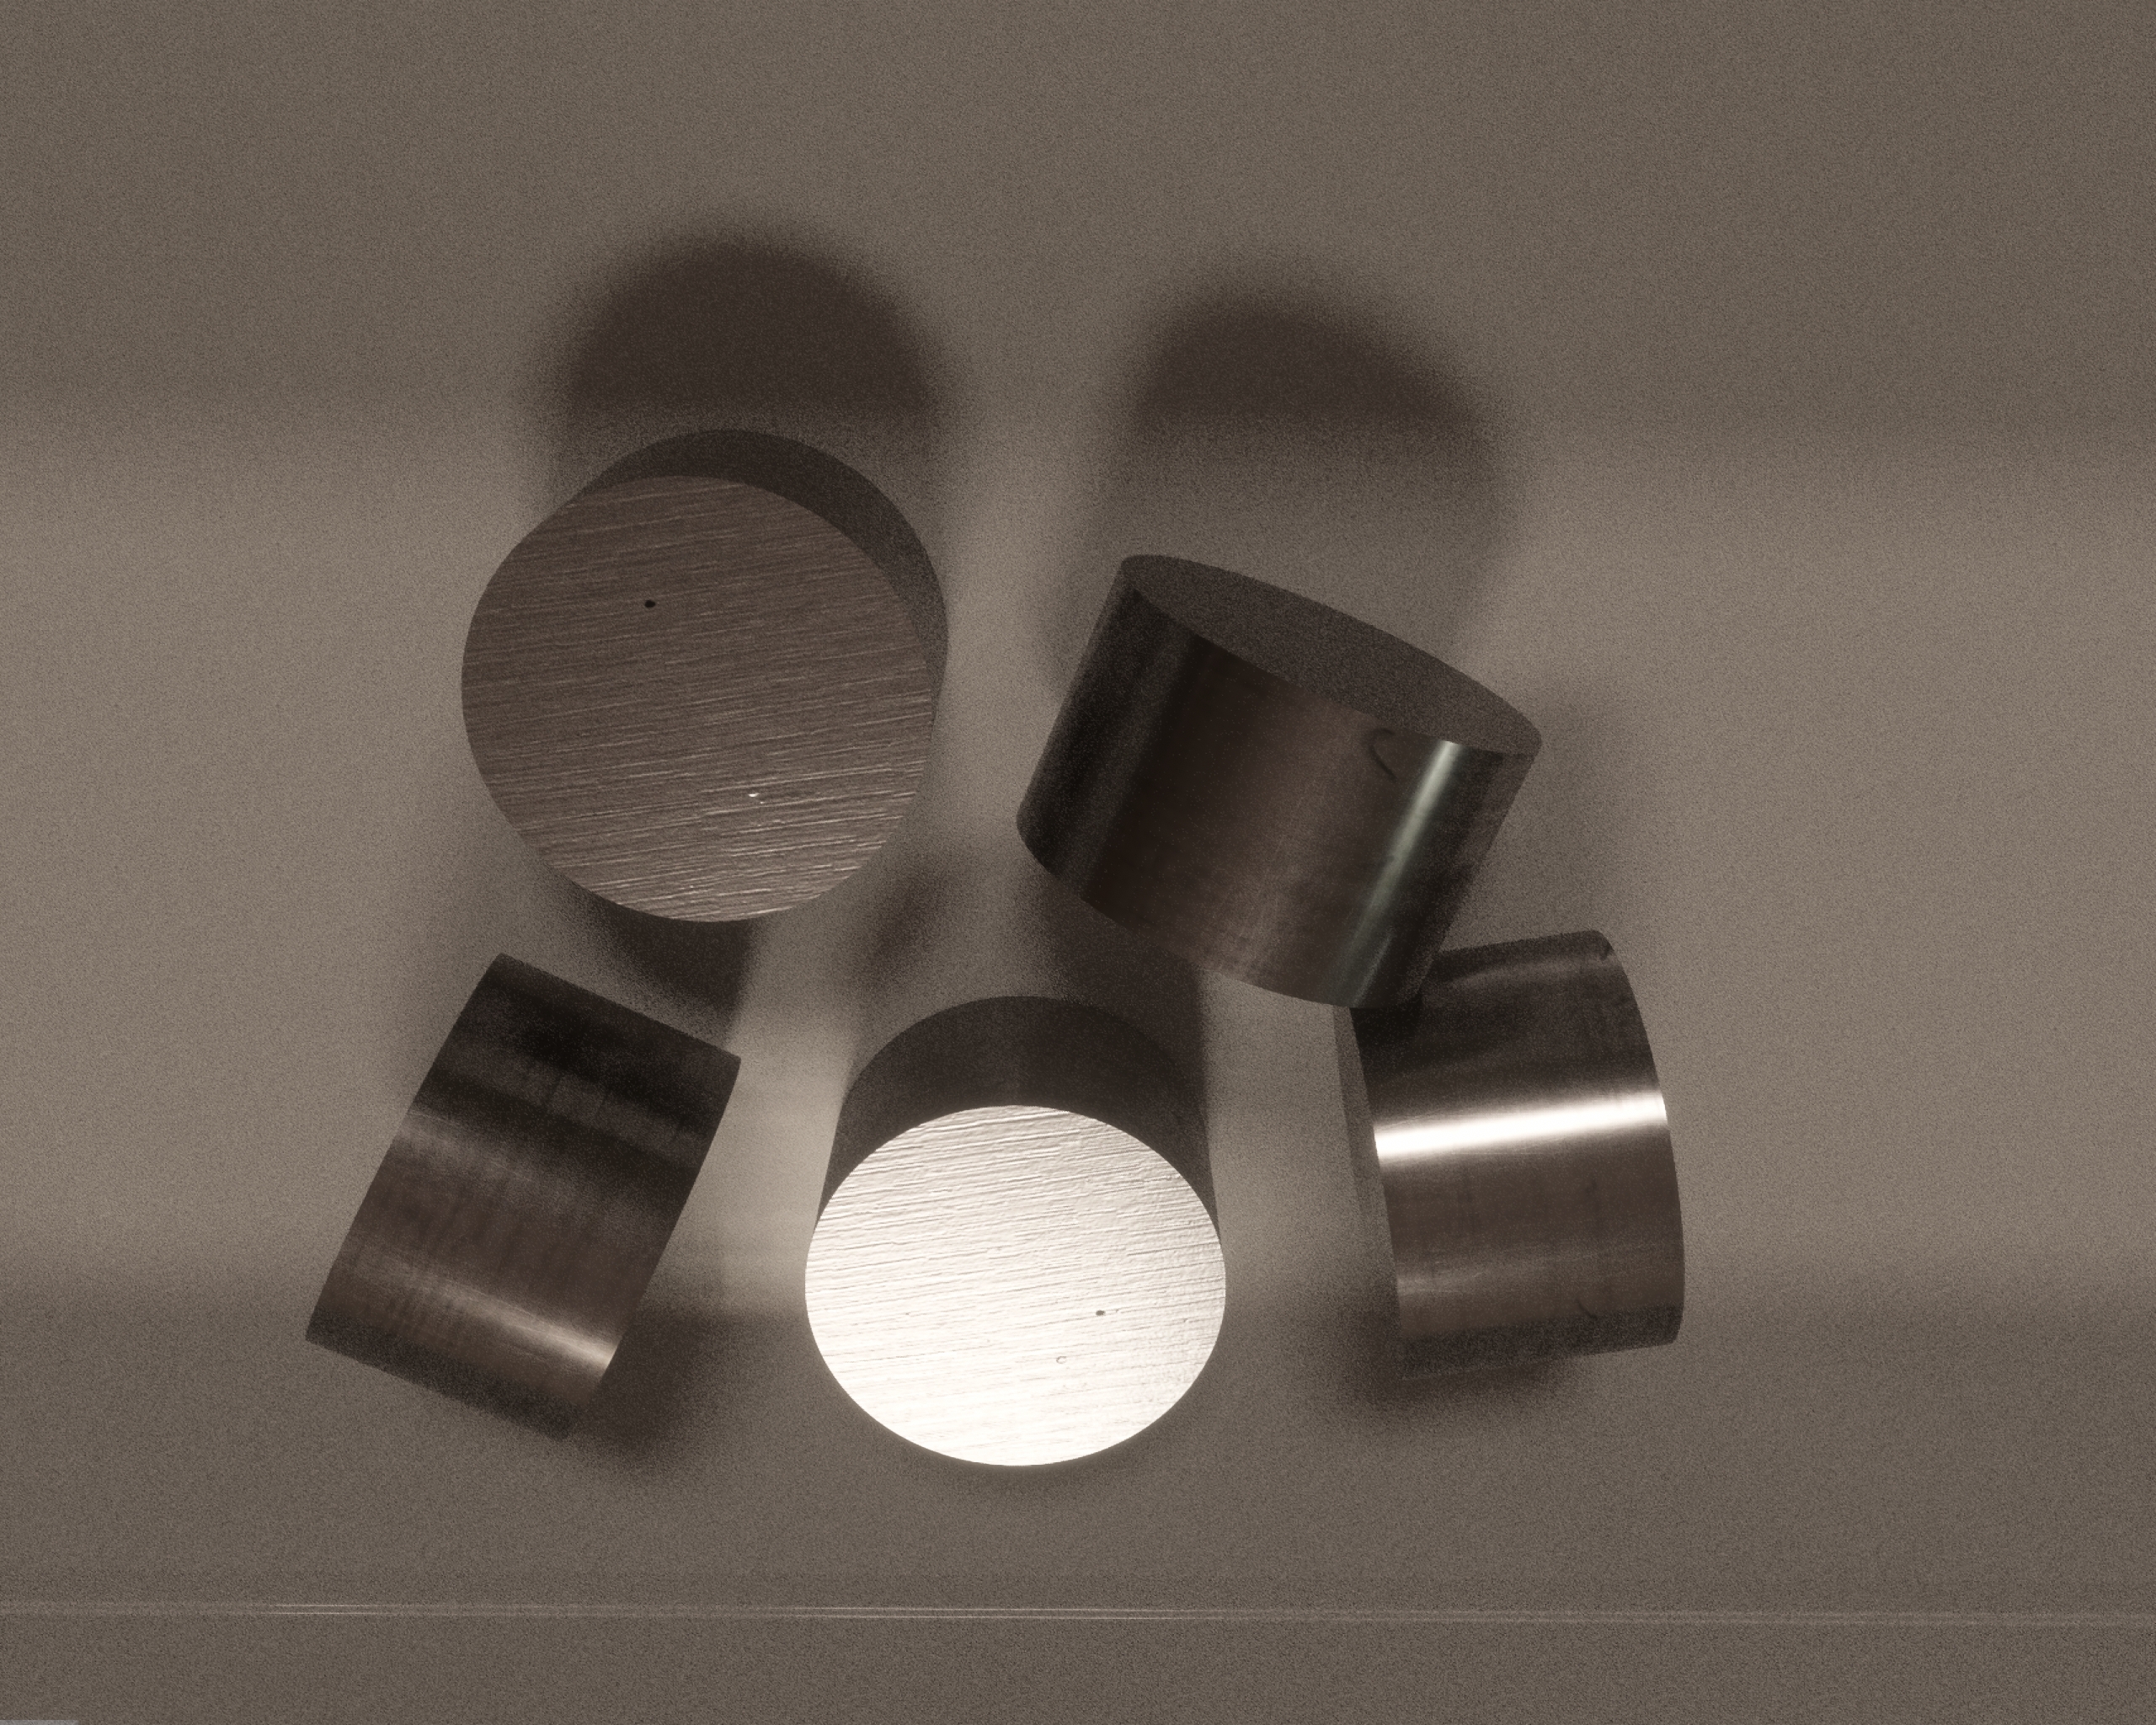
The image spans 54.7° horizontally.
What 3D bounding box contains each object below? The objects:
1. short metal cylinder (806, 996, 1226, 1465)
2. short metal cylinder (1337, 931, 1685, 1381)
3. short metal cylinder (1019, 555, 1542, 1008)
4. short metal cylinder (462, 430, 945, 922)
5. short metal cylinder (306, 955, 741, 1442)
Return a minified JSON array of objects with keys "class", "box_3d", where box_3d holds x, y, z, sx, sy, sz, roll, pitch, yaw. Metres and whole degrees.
[{"class":"short metal cylinder","box_3d":[-0.012,0.074,0.423,0.081,0.050,0.079,0,110,-1]},{"class":"short metal cylinder","box_3d":[0.080,0.056,0.402,0.050,0.080,0.079,-8,110,3]},{"class":"short metal cylinder","box_3d":[0.036,-0.016,0.376,0.080,0.080,0.050,20,109,-8]},{"class":"short metal cylinder","box_3d":[-0.066,-0.035,0.382,0.081,0.050,0.079,0,110,-1]},{"class":"short metal cylinder","box_3d":[-0.105,0.064,0.402,0.050,0.080,0.080,26,108,-10]}]
